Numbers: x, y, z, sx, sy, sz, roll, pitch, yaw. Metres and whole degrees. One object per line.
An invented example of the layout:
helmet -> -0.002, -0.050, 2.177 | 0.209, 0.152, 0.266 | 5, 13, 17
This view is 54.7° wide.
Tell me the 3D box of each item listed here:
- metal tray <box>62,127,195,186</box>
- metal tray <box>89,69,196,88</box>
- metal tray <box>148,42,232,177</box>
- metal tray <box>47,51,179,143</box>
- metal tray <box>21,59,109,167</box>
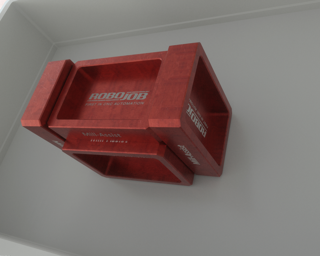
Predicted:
metal tray -> -0.034, 0.033, 0.358 | 0.130, 0.090, 0.030 | 0, 62, 28
metal tray -> -0.013, -0.046, 0.395 | 0.130, 0.090, 0.030 | 0, 63, 29
metal tray -> 0.039, -0.013, 0.323 | 0.030, 0.130, 0.090 | 1, 63, 29
metal tray -> -0.049, -0.033, 0.330 | 0.130, 0.030, 0.090 | 1, 62, 28
metal tray -> -0.103, -0.014, 0.399 | 0.030, 0.130, 0.090 | 1, 63, 29
